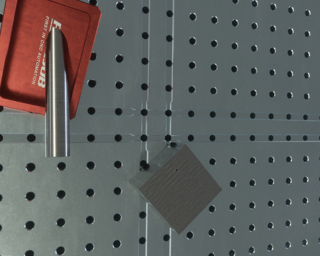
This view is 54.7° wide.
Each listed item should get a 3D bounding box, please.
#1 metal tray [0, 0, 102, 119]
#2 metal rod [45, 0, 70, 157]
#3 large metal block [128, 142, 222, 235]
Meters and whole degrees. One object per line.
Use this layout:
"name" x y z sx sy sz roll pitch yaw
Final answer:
"metal tray" -0.125 -0.081 0.340 0.091 0.030 0.129 13 106 -20
"metal rod" -0.116 -0.117 0.349 0.025 0.025 0.298 0 83 -20
"large metal block" 0.019 0.076 0.407 0.080 0.050 0.080 -42 104 -15
